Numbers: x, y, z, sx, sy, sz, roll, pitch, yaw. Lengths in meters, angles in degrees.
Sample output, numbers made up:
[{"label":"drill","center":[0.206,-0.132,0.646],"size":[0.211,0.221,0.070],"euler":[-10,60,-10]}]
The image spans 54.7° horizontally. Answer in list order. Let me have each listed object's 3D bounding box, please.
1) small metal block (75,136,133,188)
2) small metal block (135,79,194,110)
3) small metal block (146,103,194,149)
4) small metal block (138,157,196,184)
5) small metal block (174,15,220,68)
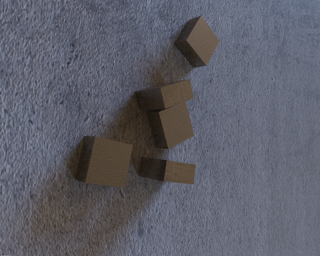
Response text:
[{"label":"small metal block","center":[-0.063,0.039,0.352],"size":[0.050,0.025,0.050],"euler":[17,80,-39]},{"label":"small metal block","center":[0.006,-0.042,0.393],"size":[0.050,0.050,0.025],"euler":[-22,104,-38]},{"label":"small metal block","center":[0.015,-0.005,0.417],"size":[0.050,0.025,0.050],"euler":[-24,105,-37]},{"label":"small metal block","center":[0.009,0.054,0.396],"size":[0.050,0.050,0.025],"euler":[14,82,-39]},{"label":"small metal block","center":[0.054,-0.124,0.450],"size":[0.050,0.025,0.050],"euler":[43,64,-31]}]
